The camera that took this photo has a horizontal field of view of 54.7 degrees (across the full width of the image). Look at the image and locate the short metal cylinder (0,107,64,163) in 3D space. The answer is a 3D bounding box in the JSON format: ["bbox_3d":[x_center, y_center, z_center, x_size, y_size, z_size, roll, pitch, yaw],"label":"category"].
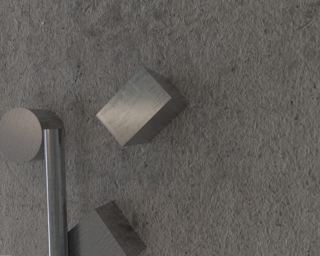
[{"bbox_3d":[-0.192,0.010,0.463,0.080,0.050,0.080,0,90,20],"label":"short metal cylinder"}]

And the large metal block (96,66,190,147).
[{"bbox_3d":[-0.017,-0.024,0.386,0.080,0.080,0.050,-44,76,14],"label":"large metal block"}]

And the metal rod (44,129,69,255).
[{"bbox_3d":[-0.132,0.151,0.402,0.025,0.025,0.298,-3,89,20],"label":"metal rod"}]

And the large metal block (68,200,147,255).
[{"bbox_3d":[-0.080,0.160,0.424,0.080,0.050,0.080,-42,77,15],"label":"large metal block"}]
